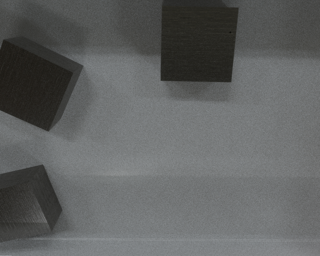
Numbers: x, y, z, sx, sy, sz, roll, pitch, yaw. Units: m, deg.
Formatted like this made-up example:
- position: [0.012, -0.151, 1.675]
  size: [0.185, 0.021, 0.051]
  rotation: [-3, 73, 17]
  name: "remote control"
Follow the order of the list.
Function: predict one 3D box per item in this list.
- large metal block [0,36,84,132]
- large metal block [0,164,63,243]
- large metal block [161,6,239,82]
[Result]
- position: [-0.151, -0.054, 0.376]
  size: [0.080, 0.050, 0.080]
  rotation: [26, 108, -9]
  name: "large metal block"
- position: [-0.196, 0.106, 0.435]
  size: [0.080, 0.050, 0.080]
  rotation: [-13, 110, 4]
  name: "large metal block"
- position: [0.042, -0.099, 0.362]
  size: [0.081, 0.050, 0.079]
  rotation: [1, 110, -1]
  name: "large metal block"
